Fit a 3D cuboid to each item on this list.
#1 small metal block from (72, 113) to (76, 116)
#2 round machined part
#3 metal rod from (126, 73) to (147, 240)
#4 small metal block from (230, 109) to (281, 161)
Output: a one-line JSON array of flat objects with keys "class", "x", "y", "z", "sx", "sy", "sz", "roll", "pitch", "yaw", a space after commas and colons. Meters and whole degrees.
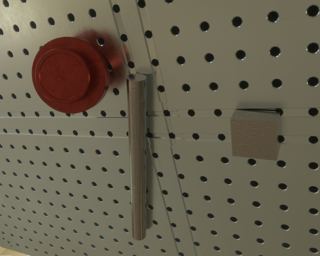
[{"class": "small metal block", "x": -0.123, "y": -0.054, "z": 0.443, "sx": 0.050, "sy": 0.025, "sz": 0.050, "roll": 47, "pitch": 129, "yaw": -5}, {"class": "round machined part", "x": -0.117, "y": -0.066, "z": 0.395, "sx": 0.099, "sy": 0.042, "sz": 0.097, "roll": 1, "pitch": 101, "yaw": 5}, {"class": "metal rod", "x": -0.033, "y": 0.062, "z": 0.467, "sx": 0.025, "sy": 0.025, "sz": 0.298, "roll": 15, "pitch": 125, "yaw": 20}, {"class": "small metal block", "x": 0.110, "y": 0.007, "z": 0.358, "sx": 0.050, "sy": 0.025, "sz": 0.050, "roll": 4, "pitch": 121, "yaw": 26}]
